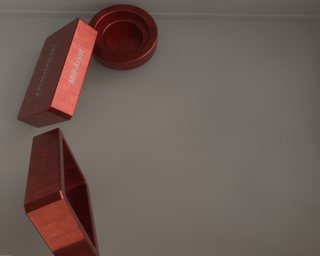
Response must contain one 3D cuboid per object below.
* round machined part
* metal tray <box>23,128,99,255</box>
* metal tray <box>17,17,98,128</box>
[{"bbox_3d":[-0.052,-0.125,0.446,0.099,0.042,0.098,0,70,-1],"label":"round machined part"},{"bbox_3d":[-0.098,0.067,0.315,0.030,0.090,0.130,-22,30,-8],"label":"metal tray"},{"bbox_3d":[-0.133,-0.069,0.402,0.090,0.030,0.130,-9,62,43],"label":"metal tray"}]
